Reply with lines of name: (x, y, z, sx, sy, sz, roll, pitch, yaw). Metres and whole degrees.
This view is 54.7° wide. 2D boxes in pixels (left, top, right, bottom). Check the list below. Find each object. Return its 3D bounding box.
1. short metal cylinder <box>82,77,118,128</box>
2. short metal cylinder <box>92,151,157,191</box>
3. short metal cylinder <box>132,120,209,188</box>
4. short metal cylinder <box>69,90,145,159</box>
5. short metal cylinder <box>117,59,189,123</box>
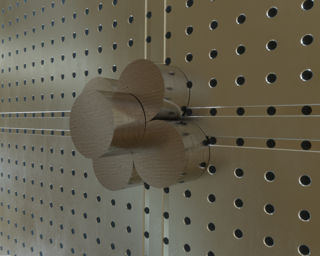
short metal cylinder: (-0.071, -0.031, 0.449, 0.080, 0.050, 0.079, 0, 90, 39)
short metal cylinder: (-0.048, 0.043, 0.430, 0.080, 0.050, 0.079, 0, 90, 39)
short metal cylinder: (0.013, 0.030, 0.380, 0.080, 0.050, 0.079, 0, 90, 39)
short metal cylinder: (-0.065, -0.005, 0.377, 0.080, 0.050, 0.079, 2, 92, 39)
short metal cylinder: (-0.010, -0.045, 0.398, 0.080, 0.050, 0.079, 0, 90, 39)
